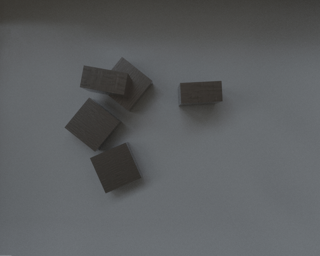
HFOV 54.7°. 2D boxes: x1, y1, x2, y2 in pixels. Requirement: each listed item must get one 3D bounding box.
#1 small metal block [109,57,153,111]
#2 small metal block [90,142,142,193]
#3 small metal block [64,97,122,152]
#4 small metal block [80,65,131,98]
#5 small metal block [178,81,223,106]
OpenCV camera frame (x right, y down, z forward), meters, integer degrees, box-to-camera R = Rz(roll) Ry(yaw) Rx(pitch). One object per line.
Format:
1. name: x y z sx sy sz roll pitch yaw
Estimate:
1. small metal block: -0.045 -0.057 0.411 0.050 0.025 0.050 39 90 -1
2. small metal block: -0.057 0.051 0.411 0.050 0.025 0.050 -24 90 -1
3. small metal block: -0.087 -0.004 0.410 0.050 0.025 0.050 39 90 -1
4. small metal block: -0.063 -0.054 0.373 0.050 0.050 0.025 10 91 0
5. small metal block: 0.050 -0.044 0.400 0.050 0.050 0.025 -3 90 -1
